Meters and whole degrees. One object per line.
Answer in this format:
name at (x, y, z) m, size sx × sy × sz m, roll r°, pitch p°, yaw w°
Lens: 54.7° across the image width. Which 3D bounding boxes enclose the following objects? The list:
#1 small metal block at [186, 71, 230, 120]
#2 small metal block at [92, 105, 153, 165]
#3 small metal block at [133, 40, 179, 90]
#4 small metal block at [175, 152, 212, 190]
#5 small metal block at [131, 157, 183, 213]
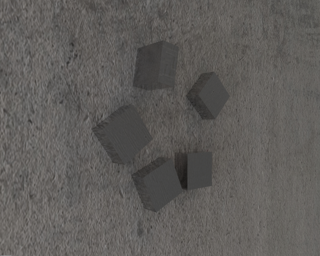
small metal block at (0.073, -0.048, 0.465) m, size 0.050 × 0.025 × 0.050 m, roll 51°, pitch 60°, yaw -28°
small metal block at (-0.044, 0.008, 0.368) m, size 0.050 × 0.025 × 0.050 m, roll -43°, pitch 116°, yaw -32°
small metal block at (-0.006, -0.076, 0.383) m, size 0.025 × 0.050 × 0.050 m, roll 12°, pitch 83°, yaw -40°
small metal block at (0.049, 0.060, 0.445) m, size 0.050 × 0.025 × 0.050 m, roll 0°, pitch 90°, yaw -40°
small metal block at (-0.003, 0.072, 0.402) m, size 0.050 × 0.025 × 0.050 m, roll -30°, pitch 109°, yaw -36°
